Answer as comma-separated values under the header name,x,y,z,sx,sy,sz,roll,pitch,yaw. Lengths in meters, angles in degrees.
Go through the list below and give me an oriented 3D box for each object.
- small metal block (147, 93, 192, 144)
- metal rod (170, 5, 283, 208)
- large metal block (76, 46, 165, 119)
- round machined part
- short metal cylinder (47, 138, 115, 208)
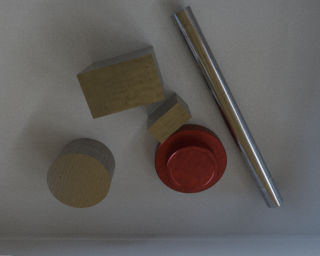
name,x,y,z,sx,sy,sz,roll,pitch,yaw
small metal block,0.011,-0.014,0.393,0.050,0.050,0.025,-41,105,13
metal rod,0.095,-0.014,0.407,0.025,0.025,0.299,-28,108,9
large metal block,-0.041,-0.056,0.361,0.080,0.080,0.050,-15,110,5
round machined part,0.042,0.047,0.420,0.099,0.042,0.097,0,110,-1
short metal cylinder,-0.104,0.060,0.419,0.081,0.050,0.079,0,110,-1
